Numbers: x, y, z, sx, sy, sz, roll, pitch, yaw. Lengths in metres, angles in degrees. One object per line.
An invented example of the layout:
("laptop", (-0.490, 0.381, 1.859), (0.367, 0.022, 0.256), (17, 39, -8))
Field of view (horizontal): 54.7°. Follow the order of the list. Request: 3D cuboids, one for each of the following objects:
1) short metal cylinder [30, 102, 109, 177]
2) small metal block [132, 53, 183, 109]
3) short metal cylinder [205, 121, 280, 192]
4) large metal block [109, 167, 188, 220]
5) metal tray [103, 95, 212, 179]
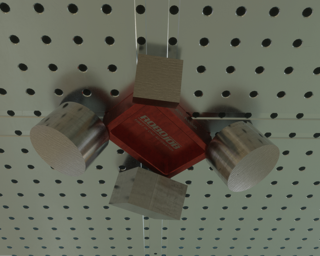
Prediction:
("short metal cylinder", (-0.112, 0.014, 0.386), (0.080, 0.050, 0.079), (17, 134, 19))
("small metal block", (-0.003, -0.052, 0.347), (0.050, 0.050, 0.025), (7, 168, -6))
("short metal cylinder", (0.108, 0.038, 0.408), (0.081, 0.050, 0.079), (-18, 134, -20))
("large metal block", (-0.019, 0.099, 0.456), (0.080, 0.050, 0.080), (24, 157, -20))
("metal tray", (-0.001, 0.010, 0.415), (0.090, 0.030, 0.130), (-34, 123, 25))
